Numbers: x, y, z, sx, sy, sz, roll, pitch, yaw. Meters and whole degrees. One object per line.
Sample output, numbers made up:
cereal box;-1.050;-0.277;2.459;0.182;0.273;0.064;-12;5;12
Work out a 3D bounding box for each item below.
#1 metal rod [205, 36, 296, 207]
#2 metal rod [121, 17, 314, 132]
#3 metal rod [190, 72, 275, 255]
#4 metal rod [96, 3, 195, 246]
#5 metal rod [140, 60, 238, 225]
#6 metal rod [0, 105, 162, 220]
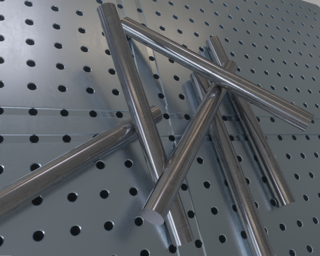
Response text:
metal rod;0.136;-0.023;0.494;0.025;0.025;0.299;-5;64;-30
metal rod;0.068;-0.083;0.438;0.300;0.025;0.025;32;49;15
metal rod;0.096;0.047;0.430;0.025;0.025;0.299;-2;63;-29
metal rod;-0.021;-0.012;0.370;0.025;0.025;0.299;-13;79;-33
metal rod;0.053;-0.007;0.399;0.025;0.025;0.301;37;47;-4
metal rod;-0.107;0.045;0.322;0.302;0.025;0.025;-32;80;-38
